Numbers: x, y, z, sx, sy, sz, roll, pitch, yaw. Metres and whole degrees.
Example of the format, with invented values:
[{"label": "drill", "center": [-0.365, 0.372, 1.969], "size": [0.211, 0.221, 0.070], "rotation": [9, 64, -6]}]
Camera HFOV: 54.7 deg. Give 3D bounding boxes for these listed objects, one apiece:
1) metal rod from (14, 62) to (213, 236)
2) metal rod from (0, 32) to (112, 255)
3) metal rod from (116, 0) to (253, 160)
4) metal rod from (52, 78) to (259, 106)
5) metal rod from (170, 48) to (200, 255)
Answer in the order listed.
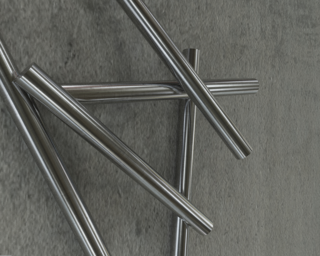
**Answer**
[{"label": "metal rod", "center": [-0.029, 0.043, 0.349], "size": [0.300, 0.025, 0.025], "rotation": [46, 63, -30]}, {"label": "metal rod", "center": [-0.117, 0.019, 0.308], "size": [0.025, 0.025, 0.298], "rotation": [-33, 111, -35]}, {"label": "metal rod", "center": [0.017, -0.082, 0.372], "size": [0.300, 0.025, 0.025], "rotation": [51, 59, -11]}, {"label": "metal rod", "center": [0.015, -0.048, 0.394], "size": [0.303, 0.025, 0.025], "rotation": [-7, 95, -32]}, {"label": "metal rod", "center": [0.035, 0.038, 0.436], "size": [0.025, 0.025, 0.298], "rotation": [6, 86, -40]}]
